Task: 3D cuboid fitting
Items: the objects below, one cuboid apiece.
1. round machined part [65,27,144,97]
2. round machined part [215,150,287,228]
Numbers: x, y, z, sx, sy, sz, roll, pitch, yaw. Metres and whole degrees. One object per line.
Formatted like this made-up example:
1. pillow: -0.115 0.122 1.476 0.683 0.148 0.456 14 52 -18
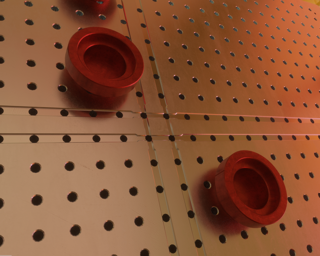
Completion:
1. round machined part: -0.074 -0.081 0.406 0.099 0.042 0.098 13 56 -21
2. round machined part: 0.114 0.082 0.408 0.099 0.042 0.098 13 56 -21
